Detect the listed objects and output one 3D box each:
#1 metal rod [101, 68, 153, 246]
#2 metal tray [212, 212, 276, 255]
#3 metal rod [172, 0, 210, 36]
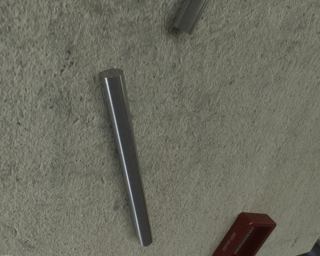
[{"bbox_3d":[-0.038,0.062,0.425,0.025,0.025,0.298,-19,126,-18],"label":"metal rod"},{"bbox_3d":[0.176,0.239,0.650,0.091,0.030,0.129,15,111,-35],"label":"metal tray"},{"bbox_3d":[0.092,-0.237,0.311,0.025,0.025,0.298,16,110,-35],"label":"metal rod"}]
